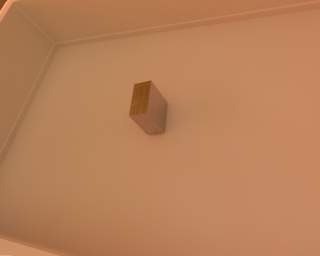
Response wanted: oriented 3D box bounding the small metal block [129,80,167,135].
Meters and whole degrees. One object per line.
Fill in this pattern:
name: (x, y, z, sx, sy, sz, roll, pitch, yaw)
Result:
small metal block: (-0.014, -0.026, 0.410, 0.025, 0.050, 0.050, -9, 57, 24)
